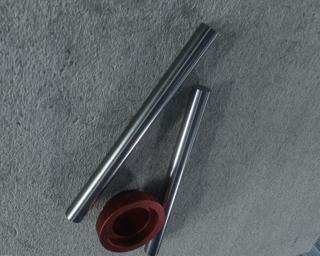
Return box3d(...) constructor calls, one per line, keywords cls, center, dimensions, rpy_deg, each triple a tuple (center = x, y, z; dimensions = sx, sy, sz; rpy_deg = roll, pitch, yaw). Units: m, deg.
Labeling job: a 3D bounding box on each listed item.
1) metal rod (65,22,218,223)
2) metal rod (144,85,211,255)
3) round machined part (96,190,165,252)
box3d(cls="metal rod", center=(-0.029, 0.001, 0.392), dimensions=(0.025, 0.025, 0.299), rpy_deg=(29, 102, -38))
box3d(cls="metal rod", center=(0.020, 0.078, 0.468), dimensions=(0.025, 0.025, 0.298), rpy_deg=(0, 118, -29))
box3d(cls="round machined part", center=(-0.046, 0.131, 0.453), dimensions=(0.099, 0.042, 0.097), rpy_deg=(-14, 125, -21))
